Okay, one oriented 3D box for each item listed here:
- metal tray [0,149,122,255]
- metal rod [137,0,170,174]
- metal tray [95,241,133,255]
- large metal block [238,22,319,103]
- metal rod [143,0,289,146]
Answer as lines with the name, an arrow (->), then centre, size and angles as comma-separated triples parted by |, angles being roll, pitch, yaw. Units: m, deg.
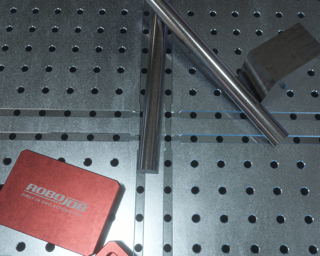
metal tray -> -0.123, 0.089, 0.375 | 0.131, 0.030, 0.090 | 18, 71, 6
metal rod -> -0.006, -0.085, 0.442 | 0.025, 0.025, 0.299 | 4, 70, 1
metal tray -> -0.037, 0.200, 0.335 | 0.130, 0.030, 0.090 | 41, 75, 13
large metal block -> 0.156, -0.080, 0.414 | 0.080, 0.080, 0.050 | -32, 73, -11
metal rod -> 0.066, -0.098, 0.431 | 0.025, 0.025, 0.300 | -38, 81, -13
